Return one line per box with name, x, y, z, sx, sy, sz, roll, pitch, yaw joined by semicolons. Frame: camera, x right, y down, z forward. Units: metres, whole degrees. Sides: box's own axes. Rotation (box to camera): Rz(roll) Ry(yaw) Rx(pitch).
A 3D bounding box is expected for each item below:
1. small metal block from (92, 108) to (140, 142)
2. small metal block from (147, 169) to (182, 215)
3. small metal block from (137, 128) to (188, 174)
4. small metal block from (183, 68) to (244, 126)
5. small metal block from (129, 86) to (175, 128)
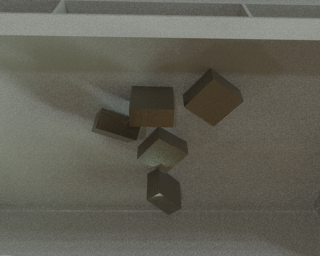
small metal block;-0.056;-0.002;0.389;0.050;0.025;0.050;18;169;-16
small metal block;0.006;0.097;0.475;0.025;0.050;0.050;-33;123;25
small metal block;0.003;0.032;0.436;0.050;0.025;0.050;30;124;-24
small metal block;0.064;-0.037;0.379;0.050;0.025;0.050;31;123;-24
small metal block;-0.010;-0.026;0.370;0.050;0.050;0.025;1;128;-2
